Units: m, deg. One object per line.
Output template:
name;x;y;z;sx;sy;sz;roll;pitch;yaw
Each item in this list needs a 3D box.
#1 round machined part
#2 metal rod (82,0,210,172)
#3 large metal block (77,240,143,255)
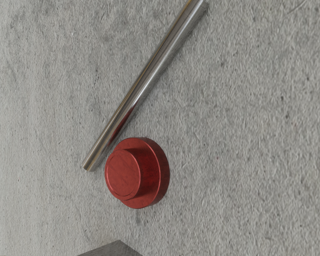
round machined part;-0.038;0.062;0.423;0.098;0.042;0.097;0;90;39
metal rod;-0.033;-0.046;0.429;0.025;0.025;0.298;52;120;27
large metal block;-0.076;0.214;0.429;0.050;0.081;0.079;18;101;38
